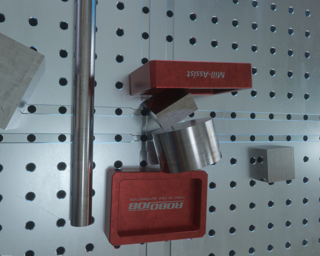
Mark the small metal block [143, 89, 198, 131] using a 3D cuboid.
[{"bbox_3d":[0.013,-0.028,0.397,0.050,0.050,0.025,-33,118,-6],"label":"small metal block"}]

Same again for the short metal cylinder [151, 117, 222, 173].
[{"bbox_3d":[0.034,0.021,0.396,0.081,0.080,0.050,-16,96,-19],"label":"short metal cylinder"}]

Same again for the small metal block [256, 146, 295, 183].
[{"bbox_3d":[0.179,0.055,0.478,0.050,0.025,0.050,-4,91,-20],"label":"small metal block"}]

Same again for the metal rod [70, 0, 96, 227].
[{"bbox_3d":[-0.093,-0.033,0.378,0.025,0.025,0.298,1,90,-20],"label":"metal rod"}]

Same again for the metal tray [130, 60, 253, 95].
[{"bbox_3d":[0.037,-0.060,0.391,0.131,0.090,0.030,-3,91,-20],"label":"metal tray"}]

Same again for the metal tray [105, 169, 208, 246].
[{"bbox_3d":[-0.003,0.100,0.408,0.131,0.030,0.089,2,89,-20],"label":"metal tray"}]

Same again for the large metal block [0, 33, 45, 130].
[{"bbox_3d":[-0.163,-0.045,0.323,0.050,0.080,0.080,27,81,-18],"label":"large metal block"}]
